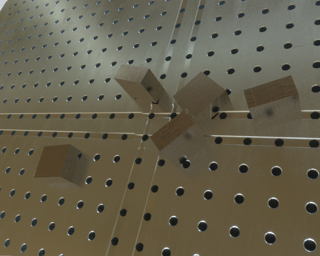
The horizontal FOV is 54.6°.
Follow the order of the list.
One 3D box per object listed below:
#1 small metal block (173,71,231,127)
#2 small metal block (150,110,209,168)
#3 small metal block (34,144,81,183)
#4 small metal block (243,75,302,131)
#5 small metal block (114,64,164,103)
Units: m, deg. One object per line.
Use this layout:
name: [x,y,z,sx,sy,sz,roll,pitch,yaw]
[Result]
small metal block: [0.054,-0.038,0.404,0.050,0.025,0.050,-42,51,0]
small metal block: [0.024,0.015,0.371,0.050,0.050,0.025,-39,51,2]
small metal block: [-0.150,0.053,0.456,0.050,0.025,0.050,-6,59,25]
small metal block: [0.125,-0.026,0.343,0.050,0.050,0.025,-17,55,18]
small metal block: [-0.030,-0.064,0.448,0.050,0.050,0.025,15,70,34]
